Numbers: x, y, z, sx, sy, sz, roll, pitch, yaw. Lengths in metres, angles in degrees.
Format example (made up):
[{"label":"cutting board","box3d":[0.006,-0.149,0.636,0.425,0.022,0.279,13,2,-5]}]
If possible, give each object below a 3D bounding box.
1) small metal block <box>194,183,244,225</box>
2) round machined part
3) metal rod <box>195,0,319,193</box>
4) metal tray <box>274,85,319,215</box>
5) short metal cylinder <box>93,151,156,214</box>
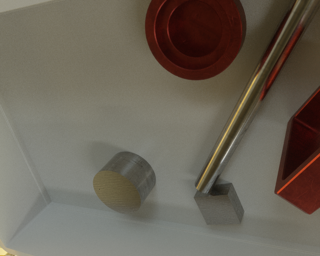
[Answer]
[{"label":"small metal block","box3d":[0.082,0.106,0.430,0.050,0.025,0.050,-14,112,33]},{"label":"round machined part","box3d":[0.038,-0.101,0.314,0.098,0.042,0.097,13,124,20]},{"label":"metal rod","box3d":[0.100,-0.032,0.335,0.025,0.025,0.298,28,128,10]},{"label":"metal tray","box3d":[0.145,0.000,0.265,0.030,0.131,0.089,33,129,6]},{"label":"short metal cylinder","box3d":[-0.053,0.083,0.470,0.080,0.050,0.079,13,124,20]}]
